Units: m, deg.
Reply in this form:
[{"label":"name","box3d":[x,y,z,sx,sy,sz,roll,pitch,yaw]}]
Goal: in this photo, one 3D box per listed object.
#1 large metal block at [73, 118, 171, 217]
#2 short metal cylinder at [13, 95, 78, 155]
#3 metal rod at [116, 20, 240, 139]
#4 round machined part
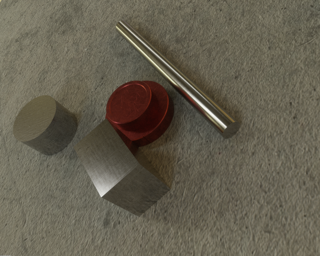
[{"label":"large metal block","box3d":[-0.043,0.047,0.361,0.050,0.080,0.080,-42,51,0]},{"label":"short metal cylinder","box3d":[-0.177,-0.004,0.481,0.080,0.050,0.080,-13,56,20]},{"label":"metal rod","box3d":[0.008,-0.087,0.451,0.025,0.025,0.300,-40,51,1]},{"label":"round machined part","box3d":[-0.034,-0.026,0.425,0.098,0.042,0.098,-13,56,20]}]
